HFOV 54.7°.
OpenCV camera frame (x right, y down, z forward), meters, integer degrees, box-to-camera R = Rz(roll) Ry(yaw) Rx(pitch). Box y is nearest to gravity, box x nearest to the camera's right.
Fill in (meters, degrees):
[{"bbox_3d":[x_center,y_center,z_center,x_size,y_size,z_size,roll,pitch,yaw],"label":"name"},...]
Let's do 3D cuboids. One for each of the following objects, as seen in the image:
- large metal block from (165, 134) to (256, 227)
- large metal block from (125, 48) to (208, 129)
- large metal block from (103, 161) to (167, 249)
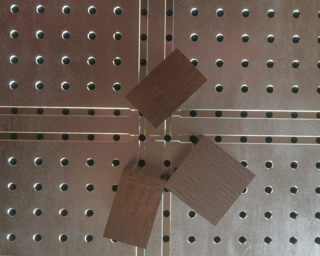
[{"bbox_3d":[0.060,0.064,0.402,0.080,0.050,0.080,38,90,-1],"label":"large metal block"},{"bbox_3d":[0.007,-0.045,0.386,0.080,0.080,0.050,-43,91,0],"label":"large metal block"},{"bbox_3d":[-0.029,0.090,0.386,0.050,0.080,0.080,17,90,0],"label":"large metal block"}]
